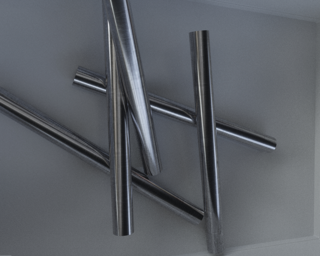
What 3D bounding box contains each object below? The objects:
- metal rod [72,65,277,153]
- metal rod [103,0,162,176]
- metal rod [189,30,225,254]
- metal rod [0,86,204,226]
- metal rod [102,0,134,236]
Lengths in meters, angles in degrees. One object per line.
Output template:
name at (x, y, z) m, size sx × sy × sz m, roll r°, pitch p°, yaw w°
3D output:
metal rod at (0.033, -0.019, 0.422) m, size 0.302 × 0.025 × 0.025 m, roll 18°, pitch 84°, yaw -19°
metal rod at (-0.032, -0.071, 0.332) m, size 0.025 × 0.025 × 0.298 m, roll -22°, pitch 123°, yaw -19°
metal rod at (0.064, 0.026, 0.411) m, size 0.025 × 0.025 × 0.298 m, roll -10°, pitch 102°, yaw -20°
metal rod at (-0.067, 0.043, 0.385) m, size 0.301 × 0.025 × 0.025 m, roll 34°, pitch 79°, yaw -17°
metal rod at (-0.050, -0.026, 0.364) m, size 0.025 × 0.025 × 0.298 m, roll -3°, pitch 91°, yaw -20°
